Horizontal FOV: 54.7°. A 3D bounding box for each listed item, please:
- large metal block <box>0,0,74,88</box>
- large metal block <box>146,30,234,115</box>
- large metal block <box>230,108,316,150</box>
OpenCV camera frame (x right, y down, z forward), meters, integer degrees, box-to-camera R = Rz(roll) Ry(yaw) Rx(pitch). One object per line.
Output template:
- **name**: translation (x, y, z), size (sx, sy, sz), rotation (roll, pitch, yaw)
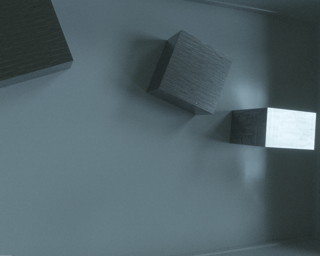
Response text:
- **large metal block**: translation (-0.151, -0.097, 0.341), size (0.081, 0.050, 0.080), rotation (-22, 98, -19)
- **large metal block**: translation (0.039, -0.070, 0.413), size (0.080, 0.050, 0.080), rotation (23, 82, -19)
- **large metal block**: translation (0.158, 0.001, 0.441), size (0.081, 0.080, 0.050), rotation (4, 89, -20)
